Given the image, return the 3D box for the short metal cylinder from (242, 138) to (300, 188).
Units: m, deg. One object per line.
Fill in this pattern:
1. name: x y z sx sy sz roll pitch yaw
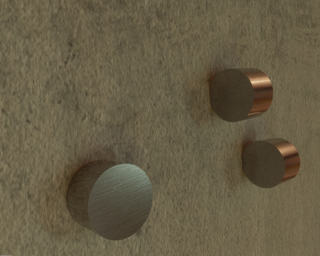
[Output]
1. short metal cylinder: 0.189 0.059 0.531 0.050 0.080 0.079 -6 94 -40

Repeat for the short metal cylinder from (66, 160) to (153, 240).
1. short metal cylinder: -0.055 0.077 0.344 0.081 0.050 0.079 0 90 -40

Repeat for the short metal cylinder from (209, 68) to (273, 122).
1. short metal cylinder: 0.124 -0.052 0.475 0.050 0.080 0.079 -11 97 -40
